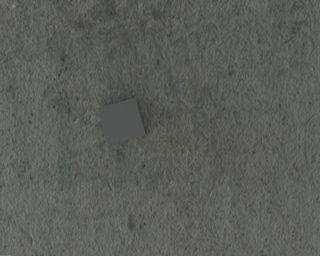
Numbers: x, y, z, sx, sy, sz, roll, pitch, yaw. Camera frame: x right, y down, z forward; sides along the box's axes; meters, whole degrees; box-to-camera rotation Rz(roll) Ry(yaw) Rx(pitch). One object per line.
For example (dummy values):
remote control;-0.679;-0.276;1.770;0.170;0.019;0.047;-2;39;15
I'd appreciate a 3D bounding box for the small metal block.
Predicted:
small metal block;-0.049;-0.008;0.409;0.050;0.025;0.050;-16;90;-1
